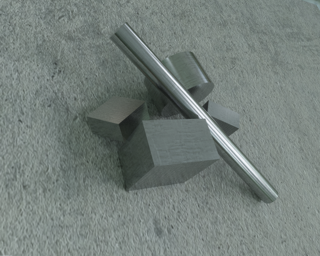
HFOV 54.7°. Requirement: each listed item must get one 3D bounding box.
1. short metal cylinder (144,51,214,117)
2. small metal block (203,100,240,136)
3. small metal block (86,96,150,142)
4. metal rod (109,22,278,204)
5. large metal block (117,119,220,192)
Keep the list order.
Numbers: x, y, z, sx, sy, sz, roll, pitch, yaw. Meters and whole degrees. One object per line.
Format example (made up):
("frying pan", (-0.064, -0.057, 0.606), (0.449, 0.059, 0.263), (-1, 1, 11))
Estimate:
("short metal cylinder", (0.025, -0.058, 0.419), (0.081, 0.080, 0.050), (-18, 72, -35))
("small metal block", (0.075, -0.007, 0.435), (0.050, 0.050, 0.025), (23, 53, -15))
("small metal block", (-0.049, -0.012, 0.369), (0.050, 0.025, 0.050), (13, 41, 33))
("metal rod", (0.055, -0.004, 0.380), (0.300, 0.025, 0.025), (45, 49, -21))
("large metal block", (0.006, 0.031, 0.354), (0.081, 0.080, 0.050), (-3, 64, -30))
